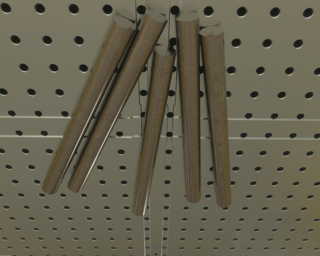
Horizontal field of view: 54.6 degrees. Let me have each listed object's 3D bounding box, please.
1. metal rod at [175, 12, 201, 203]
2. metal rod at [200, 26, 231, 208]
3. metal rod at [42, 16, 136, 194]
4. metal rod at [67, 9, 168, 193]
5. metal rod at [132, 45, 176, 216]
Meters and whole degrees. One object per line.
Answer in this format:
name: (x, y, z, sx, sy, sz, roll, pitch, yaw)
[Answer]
metal rod: (0.041, 0.000, 0.412, 0.025, 0.025, 0.298, -4, 130, 3)
metal rod: (0.080, 0.010, 0.420, 0.025, 0.025, 0.299, -8, 130, 6)
metal rod: (-0.105, -0.007, 0.404, 0.025, 0.025, 0.298, 22, 127, -17)
metal rod: (-0.068, -0.011, 0.402, 0.025, 0.025, 0.298, 20, 127, -16)
metal rod: (-0.015, 0.028, 0.435, 0.025, 0.025, 0.298, 6, 130, -5)
